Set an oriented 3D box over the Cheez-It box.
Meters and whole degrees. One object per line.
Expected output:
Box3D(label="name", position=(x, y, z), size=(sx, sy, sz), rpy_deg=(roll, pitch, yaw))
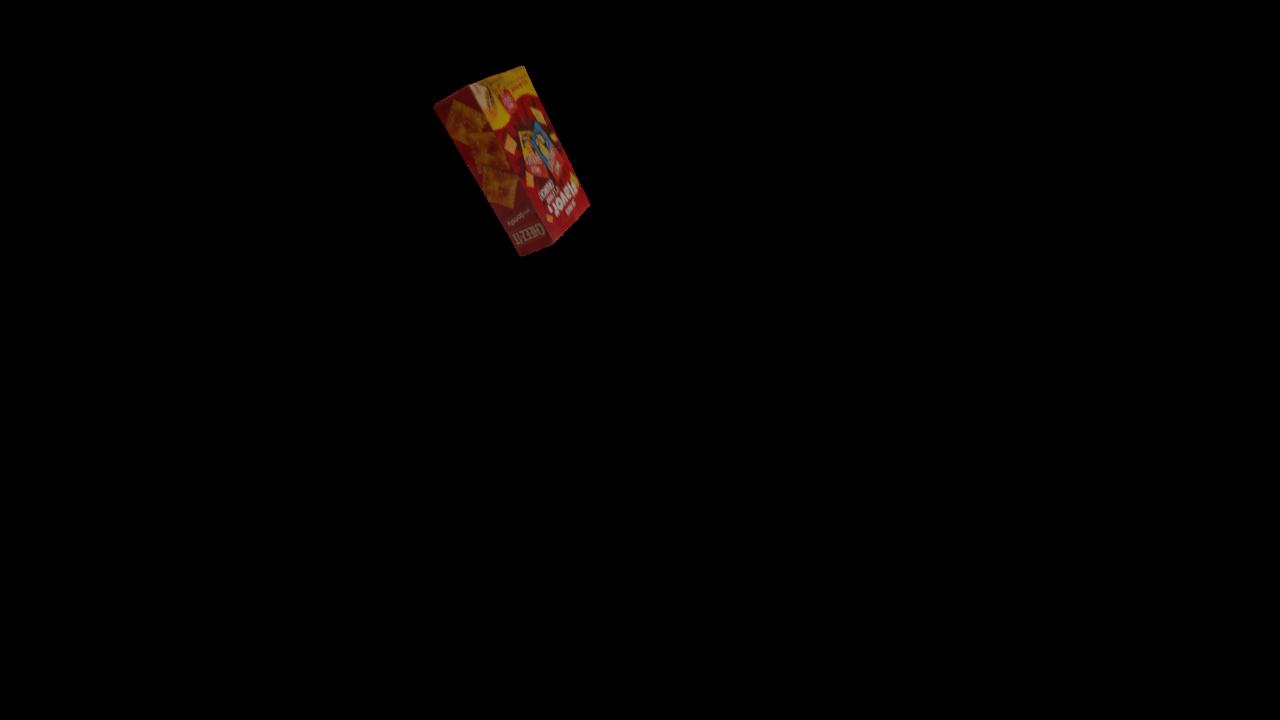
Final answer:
Box3D(label="Cheez-It box", position=(-0.167, -0.281, 0.867), size=(0.071, 0.223, 0.166), rpy_deg=(-15, 27, 26))
